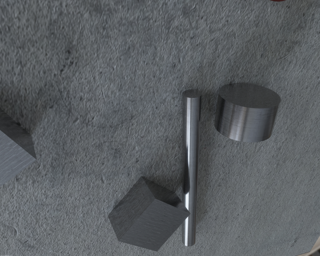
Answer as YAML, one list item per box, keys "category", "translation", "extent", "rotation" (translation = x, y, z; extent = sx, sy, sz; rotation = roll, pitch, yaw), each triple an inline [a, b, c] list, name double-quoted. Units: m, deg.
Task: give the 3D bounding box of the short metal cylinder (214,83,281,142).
- category: "short metal cylinder"
  translation: [0.118, -0.023, 0.424]
  extent: [0.081, 0.080, 0.050]
  rotation: [-12, 124, -23]

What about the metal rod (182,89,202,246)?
- category: "metal rod"
  translation: [0.047, 0.080, 0.484]
  extent: [0.025, 0.025, 0.298]
  rotation: [-16, 125, -20]

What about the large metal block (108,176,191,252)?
- category: "large metal block"
  translation: [-0.016, 0.130, 0.464]
  extent: [0.080, 0.050, 0.080]
  rotation: [34, 99, -39]

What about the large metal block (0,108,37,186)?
- category: "large metal block"
  translation: [-0.184, 0.019, 0.302]
  extent: [0.080, 0.050, 0.080]
  rotation: [-37, 130, -4]
